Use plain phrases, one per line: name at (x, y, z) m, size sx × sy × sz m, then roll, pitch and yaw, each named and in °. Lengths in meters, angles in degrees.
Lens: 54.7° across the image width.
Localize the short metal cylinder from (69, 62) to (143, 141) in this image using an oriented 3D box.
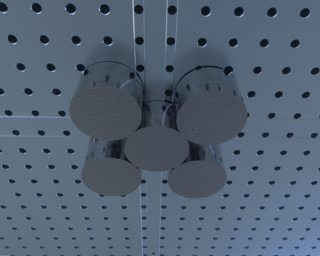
short metal cylinder at (-0.061, -0.031, 0.367) m, size 0.081 × 0.050 × 0.079 m, roll 0°, pitch 130°, yaw 0°

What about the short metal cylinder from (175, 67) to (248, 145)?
short metal cylinder at (0.059, -0.025, 0.372) m, size 0.081 × 0.050 × 0.079 m, roll 0°, pitch 130°, yaw 0°

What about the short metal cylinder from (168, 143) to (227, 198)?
short metal cylinder at (0.051, 0.056, 0.443) m, size 0.081 × 0.050 × 0.079 m, roll 0°, pitch 130°, yaw 0°

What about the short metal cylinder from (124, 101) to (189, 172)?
short metal cylinder at (-0.004, 0.012, 0.404) m, size 0.081 × 0.050 × 0.079 m, roll 0°, pitch 130°, yaw 0°

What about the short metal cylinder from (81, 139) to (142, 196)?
short metal cylinder at (-0.065, 0.052, 0.437) m, size 0.081 × 0.050 × 0.079 m, roll 0°, pitch 130°, yaw 0°
